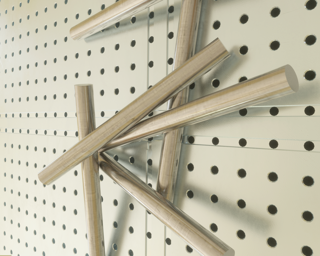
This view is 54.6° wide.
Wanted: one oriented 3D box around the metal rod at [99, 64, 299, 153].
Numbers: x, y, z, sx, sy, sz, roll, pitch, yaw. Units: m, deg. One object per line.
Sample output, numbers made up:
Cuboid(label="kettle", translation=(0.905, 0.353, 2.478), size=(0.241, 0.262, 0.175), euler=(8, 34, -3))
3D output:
Cuboid(label="metal rod", translation=(0.009, -0.008, 0.367), size=(0.299, 0.025, 0.025), euler=(-18, 78, 43))

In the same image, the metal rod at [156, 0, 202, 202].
Cuboid(label="metal rod", translation=(0.022, -0.034, 0.391), size=(0.025, 0.025, 0.298), euler=(13, 98, 39))

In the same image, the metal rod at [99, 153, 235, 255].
Cuboid(label="metal rod", translation=(-0.029, 0.080, 0.406), size=(0.300, 0.025, 0.025), euler=(27, 107, 46))

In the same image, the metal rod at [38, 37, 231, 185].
Cuboid(label="metal rod", translation=(-0.046, -0.010, 0.390), size=(0.300, 0.025, 0.025), euler=(-34, 68, 19))

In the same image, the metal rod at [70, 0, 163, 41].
Cuboid(label="metal rod", translation=(-0.039, -0.167, 0.421), size=(0.299, 0.025, 0.025), euler=(-4, 88, 46))

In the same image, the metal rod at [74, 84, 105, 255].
Cuboid(label="metal rod", translation=(-0.101, 0.086, 0.456), size=(0.025, 0.025, 0.298), euler=(11, 108, 39))
